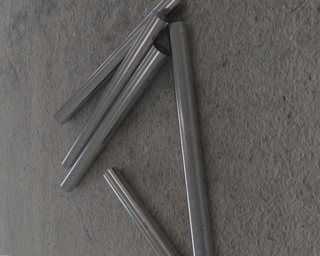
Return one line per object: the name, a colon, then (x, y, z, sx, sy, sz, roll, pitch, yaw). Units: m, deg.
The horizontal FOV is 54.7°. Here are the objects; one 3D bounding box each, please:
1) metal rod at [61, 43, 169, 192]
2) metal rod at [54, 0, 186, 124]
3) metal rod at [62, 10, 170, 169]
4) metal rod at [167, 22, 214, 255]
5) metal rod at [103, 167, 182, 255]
metal rod: (-0.079, 0.001, 0.462, 0.298, 0.025, 0.025, -51, 60, 31)
metal rod: (-0.077, -0.091, 0.468, 0.299, 0.025, 0.025, -36, 68, 34)
metal rod: (-0.078, -0.037, 0.457, 0.298, 0.025, 0.025, -51, 60, 31)
metal rod: (0.037, 0.020, 0.374, 0.025, 0.025, 0.298, -10, 84, 39)
metal rod: (0.014, 0.165, 0.393, 0.300, 0.025, 0.025, 48, 119, 29)
